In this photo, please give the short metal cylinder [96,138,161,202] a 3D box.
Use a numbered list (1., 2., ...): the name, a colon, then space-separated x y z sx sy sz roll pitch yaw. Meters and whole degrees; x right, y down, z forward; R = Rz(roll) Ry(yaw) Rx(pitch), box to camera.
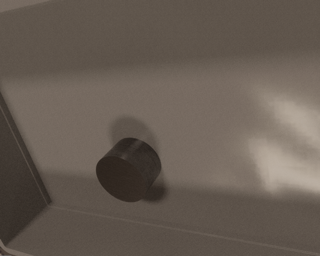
1. short metal cylinder: -0.045 0.061 0.452 0.080 0.050 0.079 13 124 20
